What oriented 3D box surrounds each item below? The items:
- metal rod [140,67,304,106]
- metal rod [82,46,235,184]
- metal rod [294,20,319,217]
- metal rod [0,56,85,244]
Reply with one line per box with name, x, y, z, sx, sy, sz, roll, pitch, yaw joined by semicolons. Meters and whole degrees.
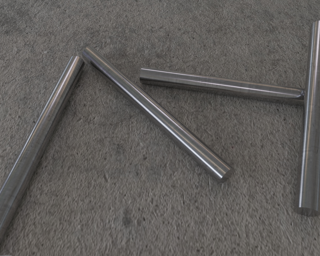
metal rod;0.120;-0.057;0.451;0.301;0.025;0.025;9;51;7
metal rod;-0.019;-0.033;0.430;0.025;0.025;0.300;-33;57;-24
metal rod;0.201;-0.033;0.403;0.025;0.025;0.300;14;60;11
metal rod;-0.152;0.010;0.393;0.025;0.025;0.300;6;50;5
